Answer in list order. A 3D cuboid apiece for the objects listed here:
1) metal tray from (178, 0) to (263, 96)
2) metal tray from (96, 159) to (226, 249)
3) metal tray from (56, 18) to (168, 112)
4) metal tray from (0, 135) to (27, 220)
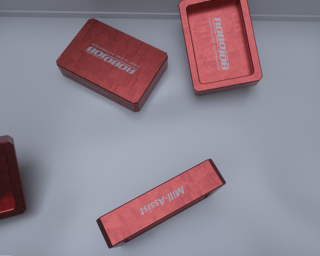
[{"bbox_3d":[0.081,-0.117,0.425,0.090,0.030,0.129,-10,84,7],"label":"metal tray"},{"bbox_3d":[0.002,0.086,0.343,0.131,0.090,0.030,-27,73,-10],"label":"metal tray"},{"bbox_3d":[-0.066,-0.091,0.439,0.130,0.030,0.090,28,72,9],"label":"metal tray"},{"bbox_3d":[-0.222,0.064,0.335,0.131,0.030,0.089,-11,108,-23],"label":"metal tray"}]
